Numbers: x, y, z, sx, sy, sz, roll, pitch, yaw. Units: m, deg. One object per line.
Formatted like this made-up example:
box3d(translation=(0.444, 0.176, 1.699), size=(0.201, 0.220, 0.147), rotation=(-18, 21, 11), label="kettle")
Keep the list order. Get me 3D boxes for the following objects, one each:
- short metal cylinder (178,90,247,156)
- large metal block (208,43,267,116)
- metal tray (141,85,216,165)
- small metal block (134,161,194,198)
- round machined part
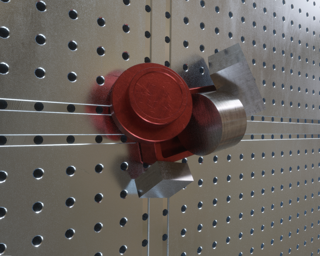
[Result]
box3d(translation=(0.065, -0.008, 0.407), size=(0.050, 0.080, 0.079), rotation=(-12, 98, -40), label="short metal cylinder")
box3d(translation=(0.111, -0.068, 0.456), size=(0.080, 0.050, 0.080), rotation=(59, 20, -24), label="large metal block")
box3d(translation=(0.031, -0.007, 0.429), size=(0.131, 0.030, 0.089), rotation=(-15, 100, -39), label="metal tray")
box3d(translation=(0.005, 0.066, 0.390), size=(0.050, 0.050, 0.025), rotation=(10, 50, -39), label="small metal block")
box3d(translation=(-0.007, -0.032, 0.363), size=(0.099, 0.042, 0.098), rotation=(4, 75, -15), label="round machined part")
